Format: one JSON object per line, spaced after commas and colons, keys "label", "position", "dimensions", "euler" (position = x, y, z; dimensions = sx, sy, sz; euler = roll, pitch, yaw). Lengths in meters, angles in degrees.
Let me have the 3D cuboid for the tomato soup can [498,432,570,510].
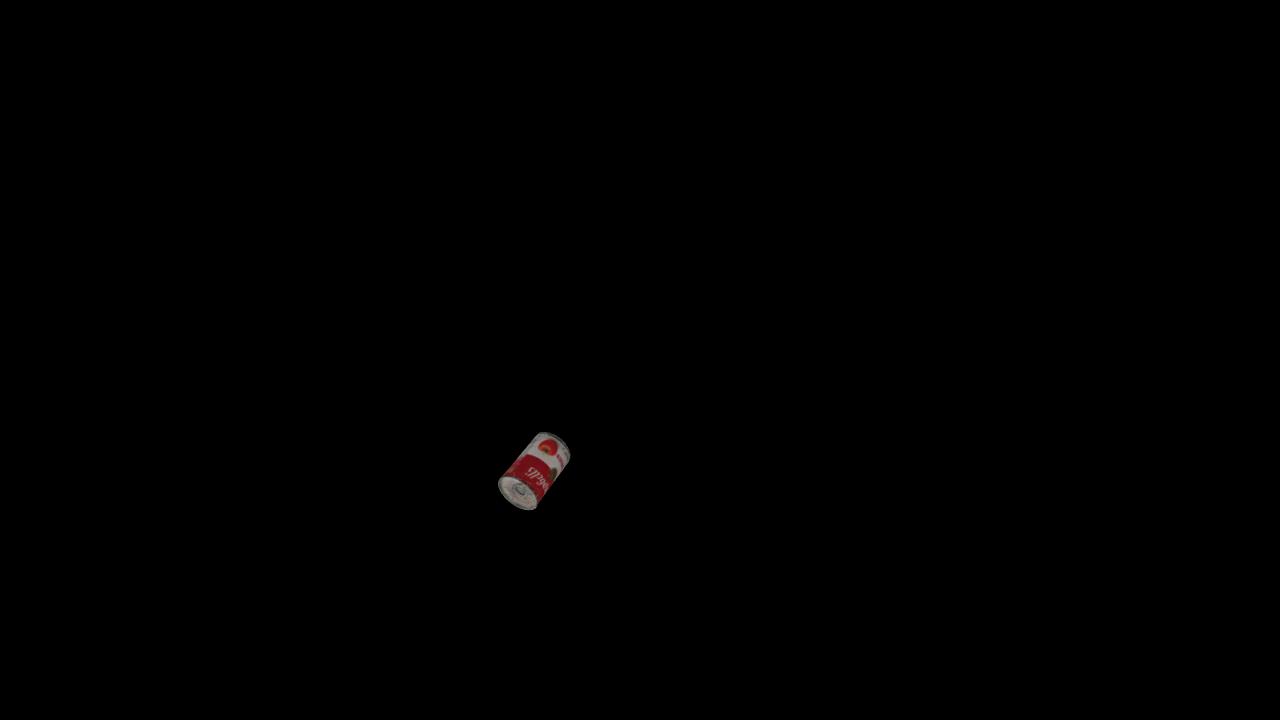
{"label": "tomato soup can", "position": [-0.156, 0.165, 0.923], "dimensions": [0.068, 0.068, 0.101], "euler": [0, 34, 30]}
